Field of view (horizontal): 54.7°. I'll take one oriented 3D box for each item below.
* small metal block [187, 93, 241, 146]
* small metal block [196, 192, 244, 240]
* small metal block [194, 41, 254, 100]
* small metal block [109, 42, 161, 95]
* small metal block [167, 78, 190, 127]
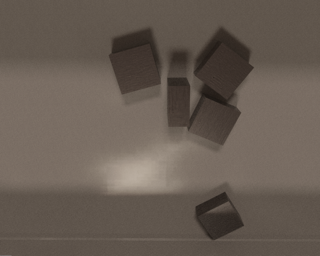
[{"bbox_3d":[0.070,-0.012,0.408,0.050,0.025,0.050,22,108,-9],"label":"small metal block"},{"bbox_3d":[0.089,0.131,0.461,0.050,0.025,0.050,-30,108,10],"label":"small metal block"},{"bbox_3d":[0.078,-0.072,0.386,0.050,0.025,0.050,34,106,-12],"label":"small metal block"},{"bbox_3d":[-0.030,-0.074,0.384,0.050,0.025,0.050,-15,110,5],"label":"small metal block"},{"bbox_3d":[0.022,-0.033,0.386,0.025,0.050,0.050,-1,110,0],"label":"small metal block"}]
